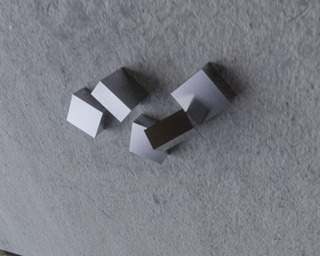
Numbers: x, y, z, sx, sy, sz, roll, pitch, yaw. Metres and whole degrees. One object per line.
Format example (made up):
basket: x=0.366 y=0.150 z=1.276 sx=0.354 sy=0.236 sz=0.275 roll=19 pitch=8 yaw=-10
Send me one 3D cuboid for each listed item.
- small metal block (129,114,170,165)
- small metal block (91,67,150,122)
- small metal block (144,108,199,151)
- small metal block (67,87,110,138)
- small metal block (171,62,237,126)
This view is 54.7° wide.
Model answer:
small metal block: x=-0.012 y=0.015 z=0.421 sx=0.050 sy=0.025 sz=0.050 roll=21 pitch=127 yaw=15
small metal block: x=-0.048 y=-0.043 z=0.388 sx=0.050 sy=0.050 sz=0.025 roll=44 pitch=129 yaw=-3
small metal block: x=0.015 y=0.004 z=0.364 sx=0.050 sy=0.050 sz=0.025 roll=-29 pitch=78 yaw=9
small metal block: x=-0.102 y=-0.022 z=0.445 sx=0.050 sy=0.025 sz=0.050 roll=32 pitch=128 yaw=7
small metal block: x=0.050 y=-0.038 z=0.356 sx=0.050 sy=0.025 sz=0.050 roll=49 pitch=128 yaw=-7
